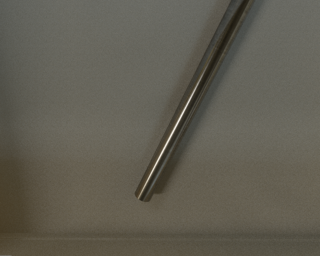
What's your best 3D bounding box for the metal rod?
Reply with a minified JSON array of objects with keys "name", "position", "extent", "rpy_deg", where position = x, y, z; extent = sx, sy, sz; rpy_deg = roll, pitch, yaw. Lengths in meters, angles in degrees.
[{"name":"metal rod","position":[0.038,-0.029,0.401],"extent":[0.025,0.025,0.298],"rpy_deg":[23,108,-9]}]
